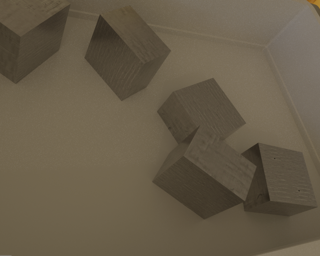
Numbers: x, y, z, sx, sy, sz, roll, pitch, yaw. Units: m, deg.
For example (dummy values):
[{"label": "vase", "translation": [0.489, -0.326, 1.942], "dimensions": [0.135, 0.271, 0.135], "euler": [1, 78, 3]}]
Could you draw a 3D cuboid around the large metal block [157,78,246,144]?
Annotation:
[{"label": "large metal block", "translation": [0.057, -0.015, 0.429], "dimensions": [0.081, 0.050, 0.080], "euler": [-23, 75, -36]}]

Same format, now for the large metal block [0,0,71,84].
[{"label": "large metal block", "translation": [-0.155, -0.111, 0.354], "dimensions": [0.050, 0.080, 0.080], "euler": [36, 51, -4]}]

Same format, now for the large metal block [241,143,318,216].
[{"label": "large metal block", "translation": [0.159, 0.073, 0.430], "dimensions": [0.081, 0.050, 0.080], "euler": [12, 57, -22]}]

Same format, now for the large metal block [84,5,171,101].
[{"label": "large metal block", "translation": [-0.045, -0.096, 0.405], "dimensions": [0.080, 0.080, 0.050], "euler": [49, 51, 6]}]

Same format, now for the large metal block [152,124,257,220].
[{"label": "large metal block", "translation": [0.050, 0.055, 0.364], "dimensions": [0.080, 0.080, 0.050], "euler": [37, 51, -4]}]
